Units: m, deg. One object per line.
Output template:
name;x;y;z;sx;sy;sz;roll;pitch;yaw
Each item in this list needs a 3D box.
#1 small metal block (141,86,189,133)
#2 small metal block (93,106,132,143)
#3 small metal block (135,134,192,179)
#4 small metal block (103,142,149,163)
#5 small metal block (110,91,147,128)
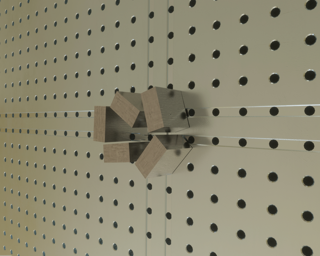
small metal block;0.007;-0.022;0.388;0.025;0.050;0.050;-21;76;38
small metal block;-0.068;-0.006;0.450;0.025;0.050;0.050;5;94;40
small metal block;0.004;0.035;0.390;0.025;0.050;0.050;50;120;29
small metal block;-0.042;0.033;0.428;0.050;0.050;0.025;-6;86;40
small metal block;-0.030;-0.025;0.419;0.050;0.050;0.025;41;116;32
